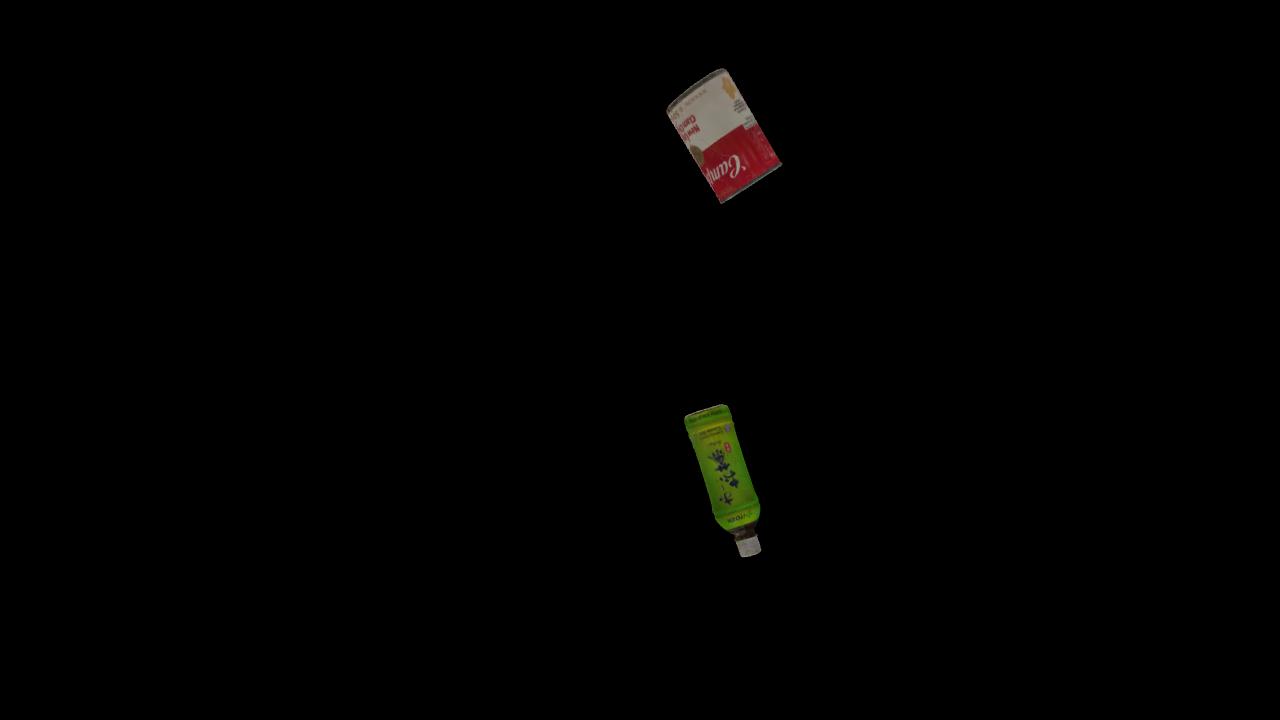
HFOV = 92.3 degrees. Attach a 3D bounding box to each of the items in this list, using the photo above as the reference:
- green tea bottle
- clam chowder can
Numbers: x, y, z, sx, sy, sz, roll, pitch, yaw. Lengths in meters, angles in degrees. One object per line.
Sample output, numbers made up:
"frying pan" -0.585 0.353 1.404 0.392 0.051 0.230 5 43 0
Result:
"green tea bottle" 0.126 0.171 0.875 0.073 0.212 0.073 -18 -11 -4
"clam chowder can" 0.079 -0.208 0.577 0.068 0.102 0.068 -32 9 6
